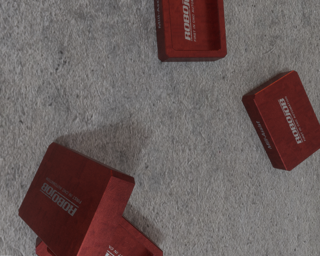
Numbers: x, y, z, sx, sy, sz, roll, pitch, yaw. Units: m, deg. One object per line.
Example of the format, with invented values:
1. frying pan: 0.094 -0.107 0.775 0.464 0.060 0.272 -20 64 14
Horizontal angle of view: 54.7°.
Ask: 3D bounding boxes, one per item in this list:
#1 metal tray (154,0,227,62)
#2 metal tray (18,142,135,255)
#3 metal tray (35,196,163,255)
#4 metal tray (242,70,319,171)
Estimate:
1. metal tray: 0.040 -0.157 0.420 0.091 0.030 0.129 -5 92 -20
2. metal tray: -0.091 0.072 0.319 0.030 0.130 0.090 30 79 -43
3. metal tray: -0.071 0.147 0.380 0.130 0.030 0.090 46 76 -15
4. metal tray: 0.193 -0.011 0.477 0.091 0.030 0.130 -31 100 -17
